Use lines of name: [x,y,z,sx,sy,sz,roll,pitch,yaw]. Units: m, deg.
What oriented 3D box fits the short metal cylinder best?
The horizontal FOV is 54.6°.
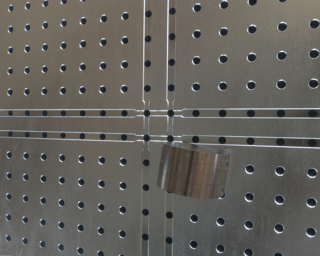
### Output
short metal cylinder: [0.040,0.048,0.370,0.080,0.080,0.050,10,93,20]
